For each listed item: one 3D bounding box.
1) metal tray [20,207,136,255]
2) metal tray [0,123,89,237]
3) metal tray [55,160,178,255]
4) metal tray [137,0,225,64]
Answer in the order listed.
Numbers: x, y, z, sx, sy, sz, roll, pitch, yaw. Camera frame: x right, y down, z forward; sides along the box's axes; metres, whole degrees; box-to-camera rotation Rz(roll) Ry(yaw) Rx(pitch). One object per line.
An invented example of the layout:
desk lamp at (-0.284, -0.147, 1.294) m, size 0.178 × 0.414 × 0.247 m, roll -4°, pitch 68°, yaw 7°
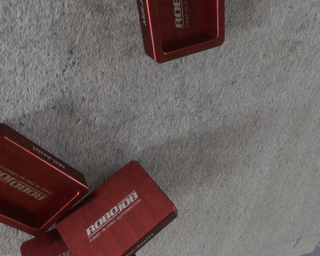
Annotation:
metal tray at (-0.105, 0.169, 0.408) m, size 0.131 × 0.090 × 0.030 m, roll -21°, pitch 145°, yaw -16°
metal tray at (-0.160, 0.065, 0.356) m, size 0.090 × 0.030 × 0.130 m, roll -43°, pitch 130°, yaw 1°
metal tray at (-0.054, 0.115, 0.393) m, size 0.130 × 0.090 × 0.030 m, roll -38°, pitch 151°, yaw -11°
metal tray at (0.022, -0.143, 0.326) m, size 0.091 × 0.030 × 0.129 m, roll -20°, pitch 126°, yaw -17°
